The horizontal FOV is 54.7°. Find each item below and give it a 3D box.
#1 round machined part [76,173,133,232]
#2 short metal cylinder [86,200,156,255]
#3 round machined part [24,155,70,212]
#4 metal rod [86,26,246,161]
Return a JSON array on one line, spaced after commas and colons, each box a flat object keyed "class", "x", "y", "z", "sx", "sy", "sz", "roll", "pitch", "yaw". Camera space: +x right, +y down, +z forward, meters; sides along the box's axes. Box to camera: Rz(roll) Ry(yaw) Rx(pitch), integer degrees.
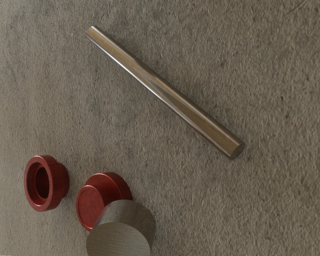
[{"class": "round machined part", "x": -0.089, "y": 0.117, "z": 0.465, "sx": 0.098, "sy": 0.042, "sz": 0.097, "roll": 0, "pitch": 90, "yaw": 39}, {"class": "short metal cylinder", "x": -0.048, "y": 0.141, "z": 0.402, "sx": 0.080, "sy": 0.050, "sz": 0.079, "roll": 2, "pitch": 109, "yaw": 7}, {"class": "round machined part", "x": -0.200, "y": 0.097, "z": 0.555, "sx": 0.098, "sy": 0.042, "sz": 0.097, "roll": 0, "pitch": 90, "yaw": 39}, {"class": "metal rod", "x": -0.010, "y": -0.062, "z": 0.411, "sx": 0.300, "sy": 0.025, "sz": 0.025, "roll": 43, "pitch": 116, "yaw": 31}]
